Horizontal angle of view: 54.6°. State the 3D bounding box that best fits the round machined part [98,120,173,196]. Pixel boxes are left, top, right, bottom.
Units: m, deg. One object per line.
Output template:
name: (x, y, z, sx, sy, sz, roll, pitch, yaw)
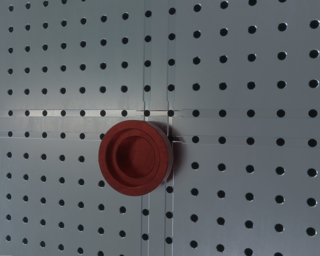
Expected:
round machined part: (-0.029, 0.038, 0.414, 0.098, 0.042, 0.097, 0, 90, 20)
